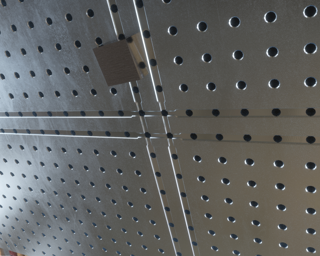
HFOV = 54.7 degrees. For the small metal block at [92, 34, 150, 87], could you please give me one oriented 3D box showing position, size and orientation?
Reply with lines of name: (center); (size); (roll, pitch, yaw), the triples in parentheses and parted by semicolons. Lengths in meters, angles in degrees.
small metal block: (-0.048, -0.083, 0.384); (0.050, 0.025, 0.050); (-7, 115, 31)
